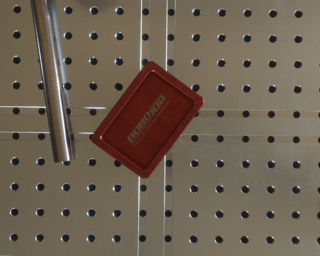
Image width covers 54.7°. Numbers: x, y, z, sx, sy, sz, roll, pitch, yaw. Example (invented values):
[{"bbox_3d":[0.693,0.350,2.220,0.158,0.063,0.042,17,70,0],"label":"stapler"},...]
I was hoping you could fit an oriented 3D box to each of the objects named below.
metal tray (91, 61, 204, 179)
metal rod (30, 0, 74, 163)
[{"bbox_3d":[-0.016,-0.010,0.410,0.090,0.030,0.130,37,90,0],"label":"metal tray"},{"bbox_3d":[-0.149,-0.104,0.411,0.025,0.025,0.298,-8,90,0],"label":"metal rod"}]
